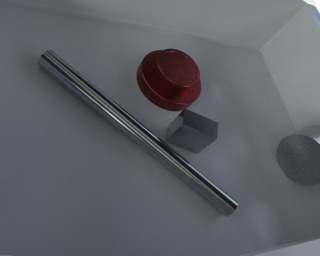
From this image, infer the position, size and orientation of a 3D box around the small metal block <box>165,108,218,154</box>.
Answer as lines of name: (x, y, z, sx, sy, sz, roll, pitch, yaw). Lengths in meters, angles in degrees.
small metal block: (0.041, 0.006, 0.410, 0.050, 0.050, 0.025, 22, 54, -16)

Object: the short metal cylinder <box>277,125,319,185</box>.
short metal cylinder: (0.228, 0.040, 0.472, 0.050, 0.080, 0.080, -20, 73, -36)

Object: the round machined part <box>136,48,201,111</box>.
round machined part: (0.019, -0.077, 0.454, 0.099, 0.042, 0.098, 14, 56, -21)

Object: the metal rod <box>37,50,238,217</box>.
metal rod: (-0.026, 0.008, 0.388, 0.300, 0.025, 0.025, 39, 51, -2)
